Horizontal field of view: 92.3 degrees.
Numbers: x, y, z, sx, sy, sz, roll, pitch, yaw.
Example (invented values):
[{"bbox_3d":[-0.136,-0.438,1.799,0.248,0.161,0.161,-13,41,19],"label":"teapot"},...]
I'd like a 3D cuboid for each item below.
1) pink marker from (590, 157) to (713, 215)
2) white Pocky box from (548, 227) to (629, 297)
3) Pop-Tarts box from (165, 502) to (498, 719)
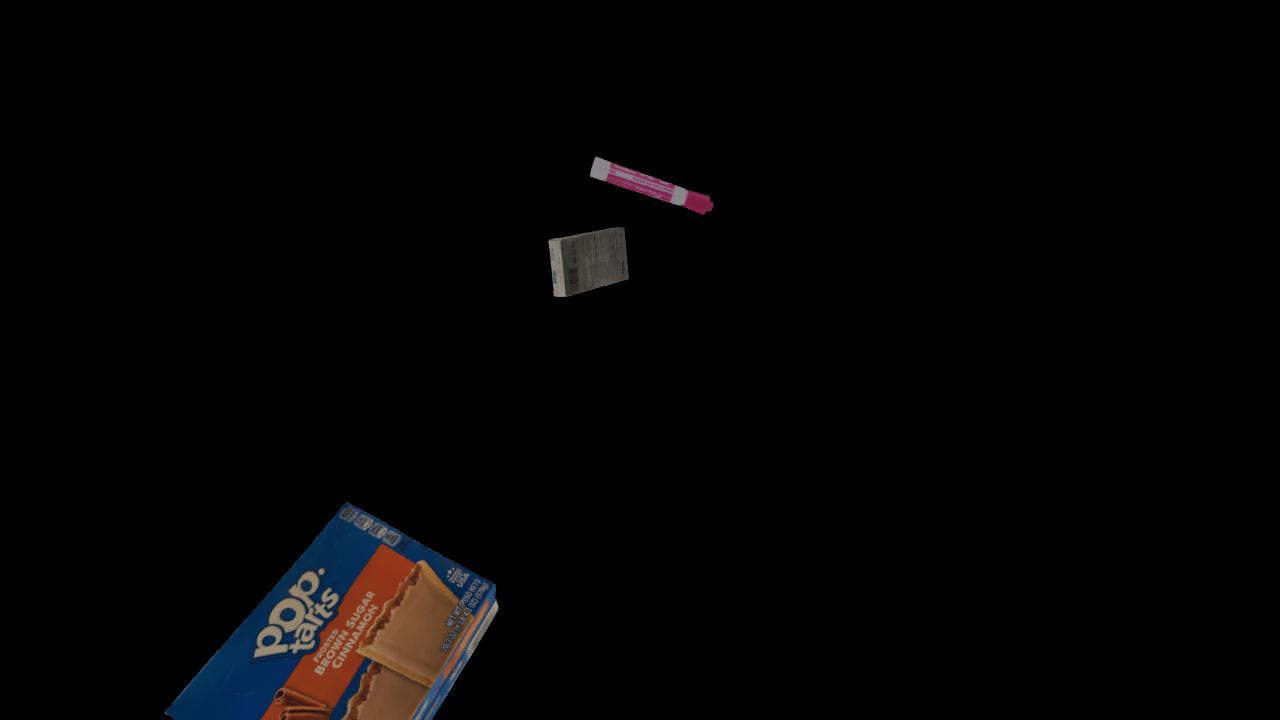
[{"bbox_3d":[0.013,-0.164,0.583,0.121,0.020,0.020,15,-3,-12],"label":"pink marker"},{"bbox_3d":[-0.072,-0.148,0.914,0.028,0.084,0.154,7,20,34],"label":"white Pocky box"},{"bbox_3d":[-0.211,0.219,0.458,0.141,0.167,0.083,26,-38,8],"label":"Pop-Tarts box"}]
